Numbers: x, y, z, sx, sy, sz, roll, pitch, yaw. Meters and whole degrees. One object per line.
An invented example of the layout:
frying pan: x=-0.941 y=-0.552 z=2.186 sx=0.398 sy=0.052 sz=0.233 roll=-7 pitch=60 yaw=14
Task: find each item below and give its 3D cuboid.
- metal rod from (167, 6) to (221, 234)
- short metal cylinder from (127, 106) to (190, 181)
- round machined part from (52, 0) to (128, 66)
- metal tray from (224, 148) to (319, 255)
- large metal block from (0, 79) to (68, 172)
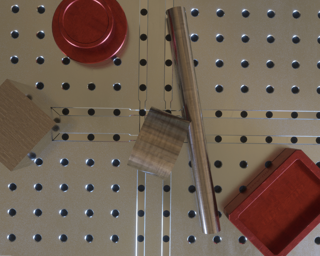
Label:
metal rod: x=0.045 y=-0.010 z=0.413 sx=0.025 sy=0.025 sz=0.298 roll=-9 pitch=90 yaw=0
short metal cylinder: x=-0.002 y=0.019 z=0.386 sx=0.050 sy=0.080 sz=0.080 roll=22 pitch=90 yaw=-1
round machined part: x=-0.092 y=-0.133 z=0.404 sx=0.099 sy=0.042 sz=0.097 roll=0 pitch=90 yaw=-1
metal tray: x=0.163 y=0.101 z=0.413 sx=0.130 sy=0.030 sz=0.090 roll=-44 pitch=91 yaw=0
large metal block: x=-0.182 y=-0.004 z=0.398 sx=0.080 sy=0.050 sz=0.080 roll=43 pitch=90 yaw=-1
